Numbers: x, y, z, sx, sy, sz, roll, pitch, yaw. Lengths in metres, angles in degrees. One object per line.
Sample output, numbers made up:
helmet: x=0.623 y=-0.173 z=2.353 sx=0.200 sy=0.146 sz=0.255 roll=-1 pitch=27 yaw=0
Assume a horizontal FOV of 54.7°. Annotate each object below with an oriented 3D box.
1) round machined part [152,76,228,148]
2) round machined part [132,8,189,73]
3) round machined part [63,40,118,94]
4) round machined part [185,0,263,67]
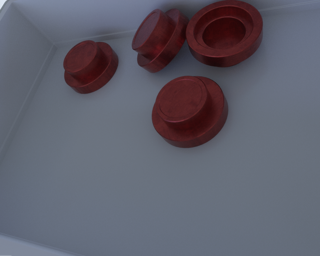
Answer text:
round machined part: x=0.033 y=-0.027 z=0.394 sx=0.098 sy=0.042 sz=0.098 roll=-13 pitch=56 yaw=21
round machined part: x=-0.005 y=-0.134 z=0.455 sx=0.098 sy=0.042 sz=0.098 roll=-38 pitch=36 yaw=36
round machined part: x=-0.124 y=-0.110 z=0.528 sx=0.098 sy=0.042 sz=0.098 roll=-13 pitch=56 yaw=21
round machined part: x=0.087 y=-0.121 z=0.417 sx=0.098 sy=0.042 sz=0.098 roll=-8 pitch=61 yaw=14
